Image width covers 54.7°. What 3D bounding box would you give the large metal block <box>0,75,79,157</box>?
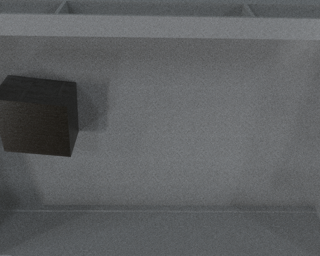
[{"bbox_3d":[-0.147,-0.013,0.380,0.081,0.050,0.079,6,130,-5],"label":"large metal block"}]
